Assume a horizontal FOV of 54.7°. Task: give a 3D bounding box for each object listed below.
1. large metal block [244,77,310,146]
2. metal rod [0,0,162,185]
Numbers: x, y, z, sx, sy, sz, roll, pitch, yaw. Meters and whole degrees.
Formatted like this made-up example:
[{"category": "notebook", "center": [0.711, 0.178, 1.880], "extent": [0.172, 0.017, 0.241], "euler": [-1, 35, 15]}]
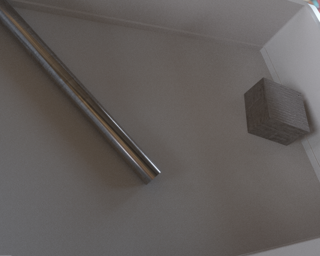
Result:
[{"category": "large metal block", "center": [0.190, -0.026, 0.511], "extent": [0.081, 0.050, 0.080], "euler": [17, 55, -19]}, {"category": "metal rod", "center": [-0.108, -0.051, 0.378], "extent": [0.300, 0.025, 0.025], "euler": [47, 51, 5]}]
